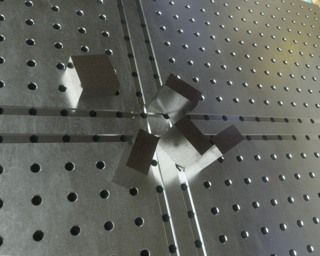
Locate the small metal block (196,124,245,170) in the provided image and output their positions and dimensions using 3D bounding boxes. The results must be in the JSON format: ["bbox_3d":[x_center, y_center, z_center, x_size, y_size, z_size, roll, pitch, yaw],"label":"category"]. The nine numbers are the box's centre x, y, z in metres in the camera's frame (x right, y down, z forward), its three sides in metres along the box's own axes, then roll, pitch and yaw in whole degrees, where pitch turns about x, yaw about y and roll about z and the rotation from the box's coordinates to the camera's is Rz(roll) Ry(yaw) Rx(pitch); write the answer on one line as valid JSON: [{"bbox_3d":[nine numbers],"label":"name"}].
[{"bbox_3d":[0.077,0.026,0.417,0.050,0.050,0.025,-28,77,-37],"label":"small metal block"}]

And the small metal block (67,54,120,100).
[{"bbox_3d":[-0.087,-0.067,0.402,0.050,0.025,0.050,-12,68,-33],"label":"small metal block"}]

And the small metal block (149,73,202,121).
[{"bbox_3d":[0.021,-0.040,0.427,0.050,0.050,0.025,32,52,-8],"label":"small metal block"}]

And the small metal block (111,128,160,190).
[{"bbox_3d":[-0.028,0.036,0.354,0.025,0.050,0.050,27,53,-12],"label":"small metal block"}]

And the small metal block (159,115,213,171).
[{"bbox_3d":[0.030,0.020,0.396,0.050,0.050,0.025,49,51,6],"label":"small metal block"}]
